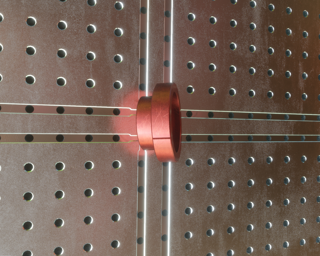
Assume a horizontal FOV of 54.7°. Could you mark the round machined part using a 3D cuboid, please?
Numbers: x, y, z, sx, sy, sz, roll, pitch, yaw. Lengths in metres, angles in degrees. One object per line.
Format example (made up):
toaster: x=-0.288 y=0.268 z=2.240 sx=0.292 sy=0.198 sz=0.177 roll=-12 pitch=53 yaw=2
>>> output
round machined part: x=-0.001 y=-0.006 z=0.384 sx=0.042 sy=0.098 sz=0.097 roll=-2 pitch=91 yaw=11
